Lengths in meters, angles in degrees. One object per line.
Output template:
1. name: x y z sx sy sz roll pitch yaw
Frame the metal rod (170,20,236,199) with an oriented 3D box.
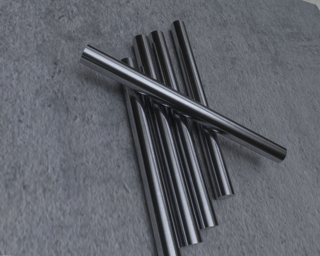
1. metal rod: 0.057 -0.043 0.462 0.025 0.025 0.299 3 60 -27

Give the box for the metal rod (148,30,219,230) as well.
1. metal rod: 0.026 -0.014 0.427 0.025 0.025 0.299 1 61 -28

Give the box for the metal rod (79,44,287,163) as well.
1. metal rod: 0.040 -0.026 0.409 0.301 0.025 0.025 26 53 -12

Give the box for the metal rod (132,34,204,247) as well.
1. metal rod: 0.003 -0.002 0.407 0.025 0.025 0.299 0 62 -28

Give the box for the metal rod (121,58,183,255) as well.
1. metal rod: -0.013 0.041 0.372 0.025 0.025 0.299 0 62 -29
